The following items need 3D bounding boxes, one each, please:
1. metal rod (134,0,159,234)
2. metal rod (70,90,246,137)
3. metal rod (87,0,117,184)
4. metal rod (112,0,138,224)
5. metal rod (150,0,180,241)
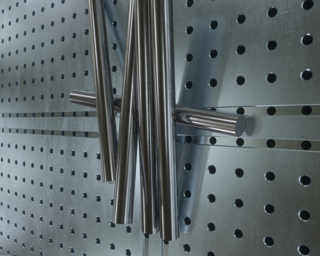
[{"bbox_3d":[-0.015,-0.009,0.388,0.025,0.025,0.298,9,105,39],"label":"metal rod"},{"bbox_3d":[-0.027,-0.027,0.429,0.300,0.025,0.025,12,98,39],"label":"metal rod"},{"bbox_3d":[-0.083,-0.070,0.447,0.025,0.025,0.299,-22,68,37],"label":"metal rod"},{"bbox_3d":[-0.038,-0.031,0.405,0.025,0.025,0.299,-6,76,39],"label":"metal rod"},{"bbox_3d":[0.007,-0.008,0.369,0.025,0.025,0.298,7,105,39],"label":"metal rod"}]
